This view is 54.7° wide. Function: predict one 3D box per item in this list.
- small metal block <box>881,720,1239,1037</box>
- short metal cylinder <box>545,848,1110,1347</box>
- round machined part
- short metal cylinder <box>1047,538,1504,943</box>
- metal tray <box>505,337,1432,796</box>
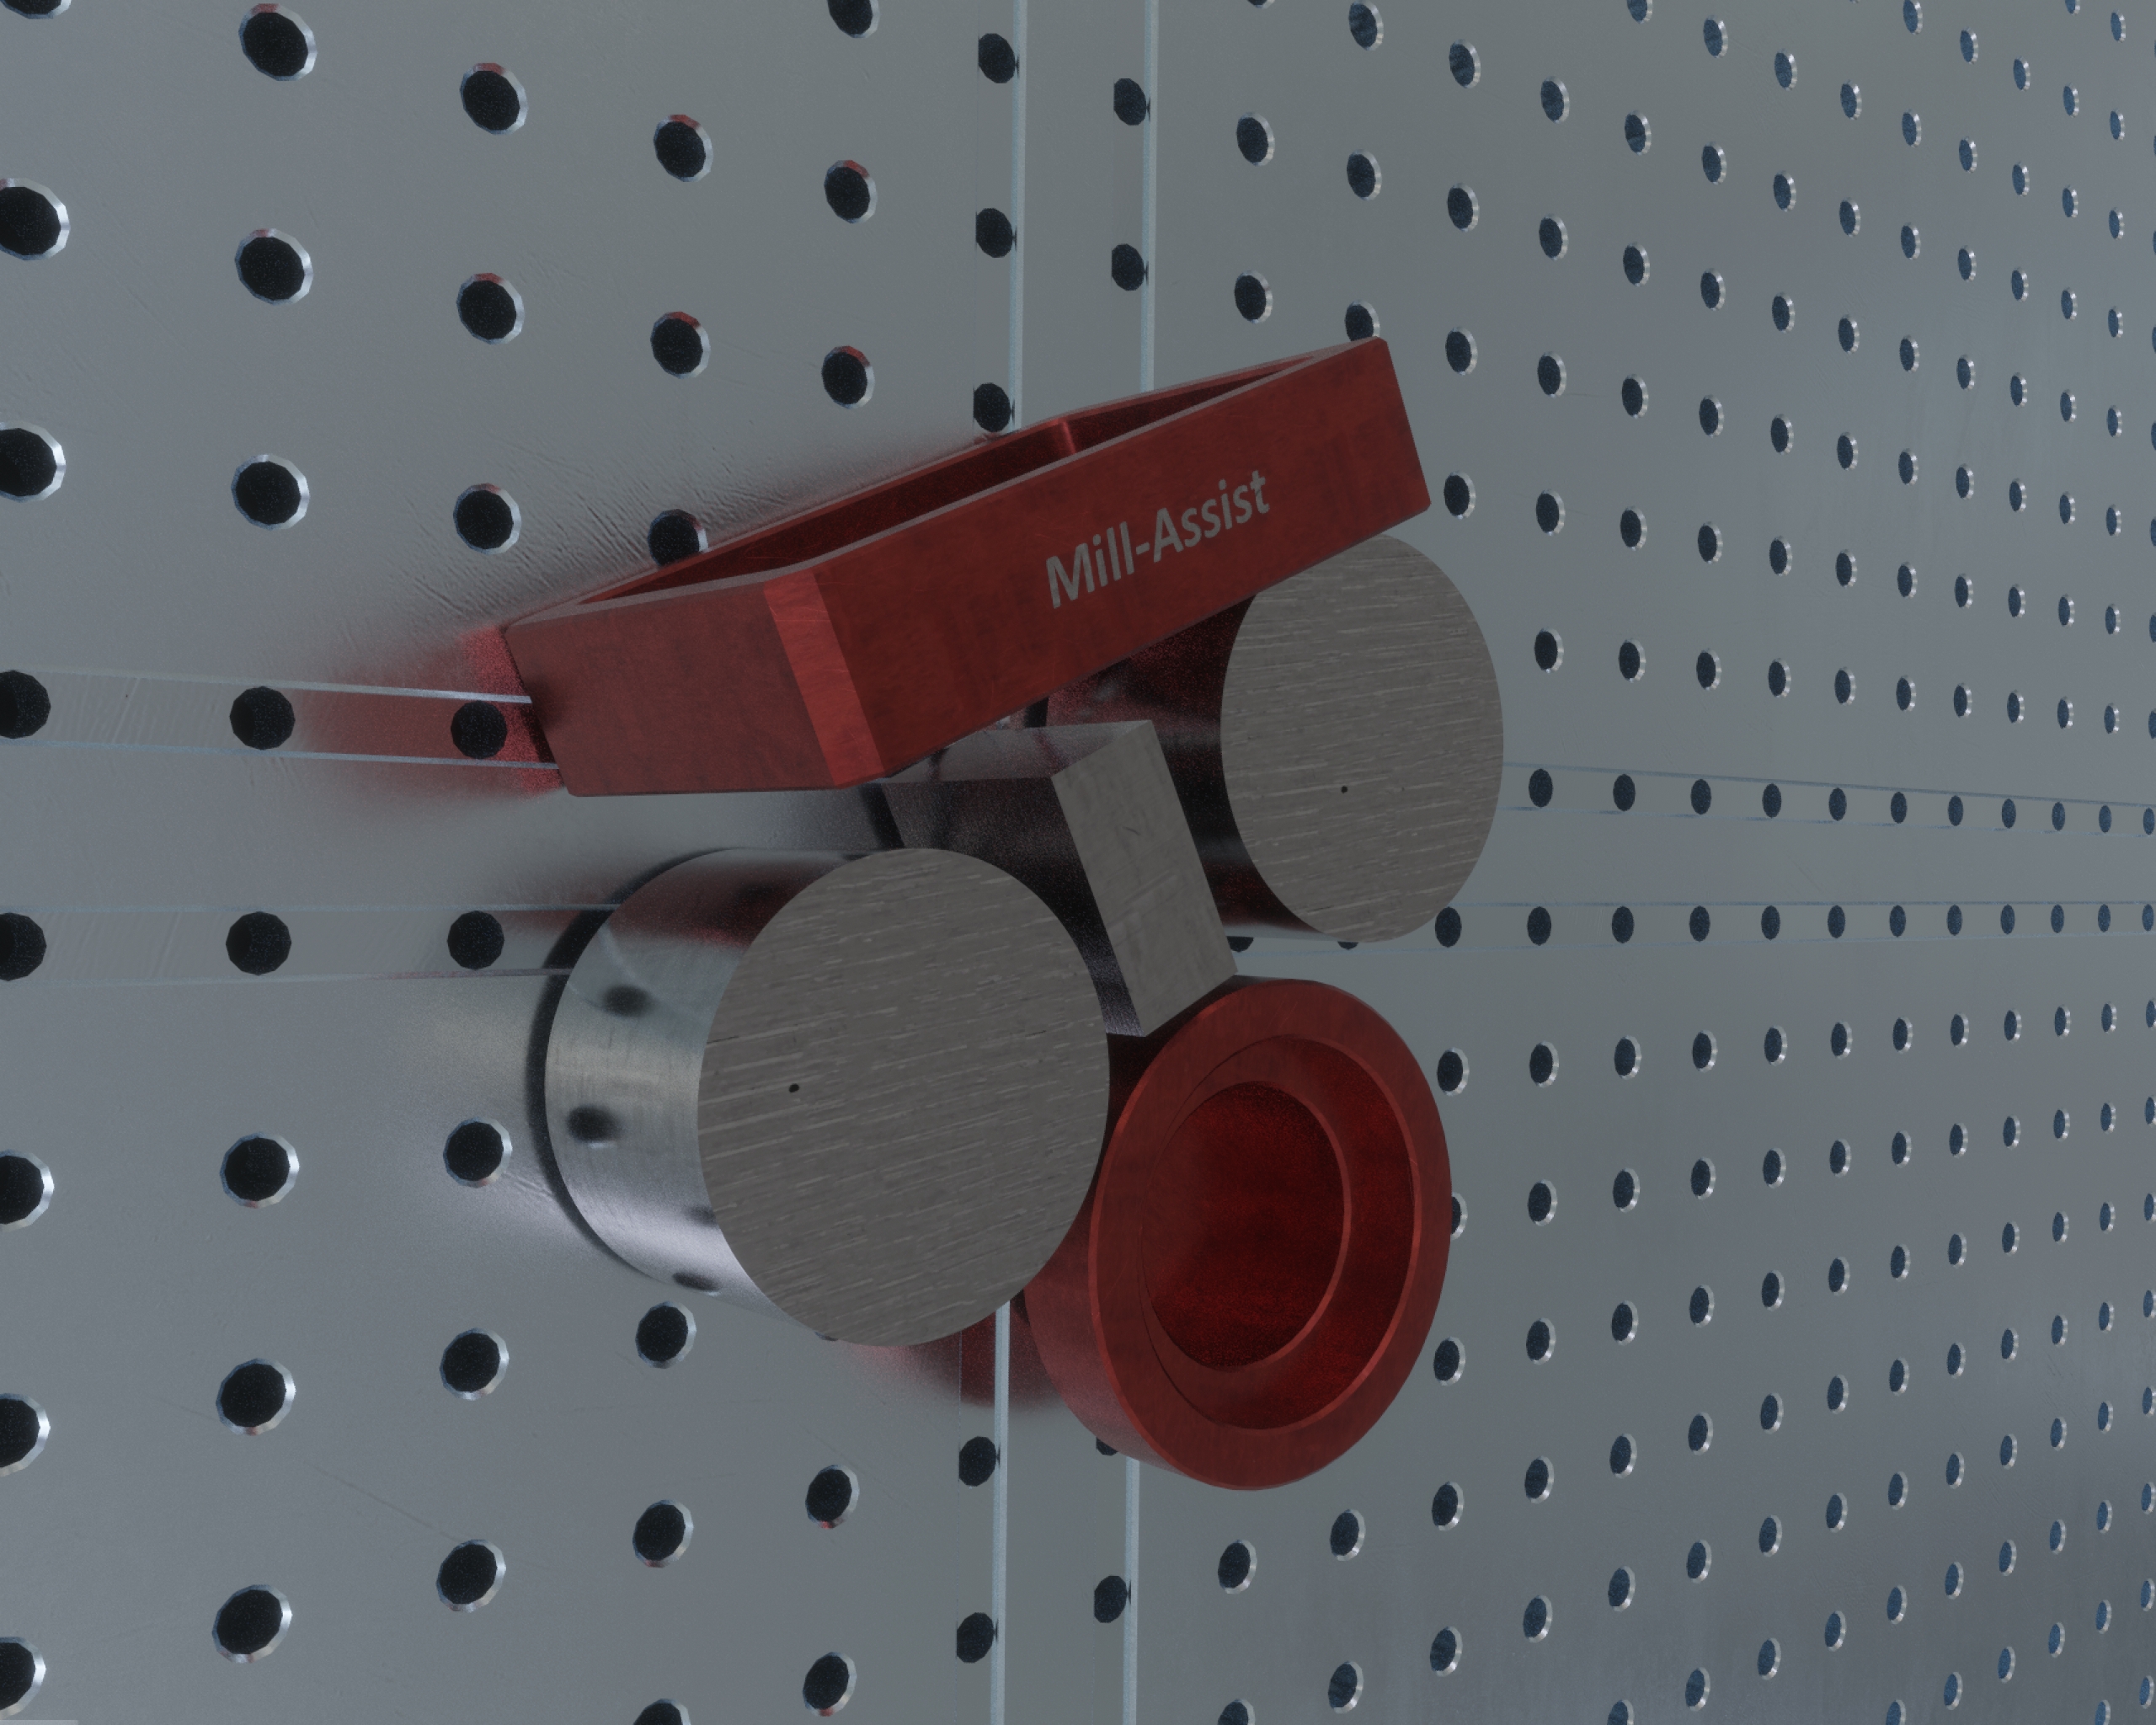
[{"bbox_3d":[-0.004,0.003,0.384,0.025,0.050,0.050,-32,110,-36],"label":"small metal block"},{"bbox_3d":[-0.042,0.037,0.353,0.081,0.050,0.079,0,90,-40],"label":"short metal cylinder"},{"bbox_3d":[0.027,0.071,0.416,0.099,0.042,0.097,0,90,-40],"label":"round machined part"},{"bbox_3d":[0.041,-0.024,0.422,0.081,0.050,0.079,0,90,-40],"label":"short metal cylinder"},{"bbox_3d":[-0.016,-0.050,0.347,0.131,0.090,0.030,-29,109,-36],"label":"metal tray"}]
